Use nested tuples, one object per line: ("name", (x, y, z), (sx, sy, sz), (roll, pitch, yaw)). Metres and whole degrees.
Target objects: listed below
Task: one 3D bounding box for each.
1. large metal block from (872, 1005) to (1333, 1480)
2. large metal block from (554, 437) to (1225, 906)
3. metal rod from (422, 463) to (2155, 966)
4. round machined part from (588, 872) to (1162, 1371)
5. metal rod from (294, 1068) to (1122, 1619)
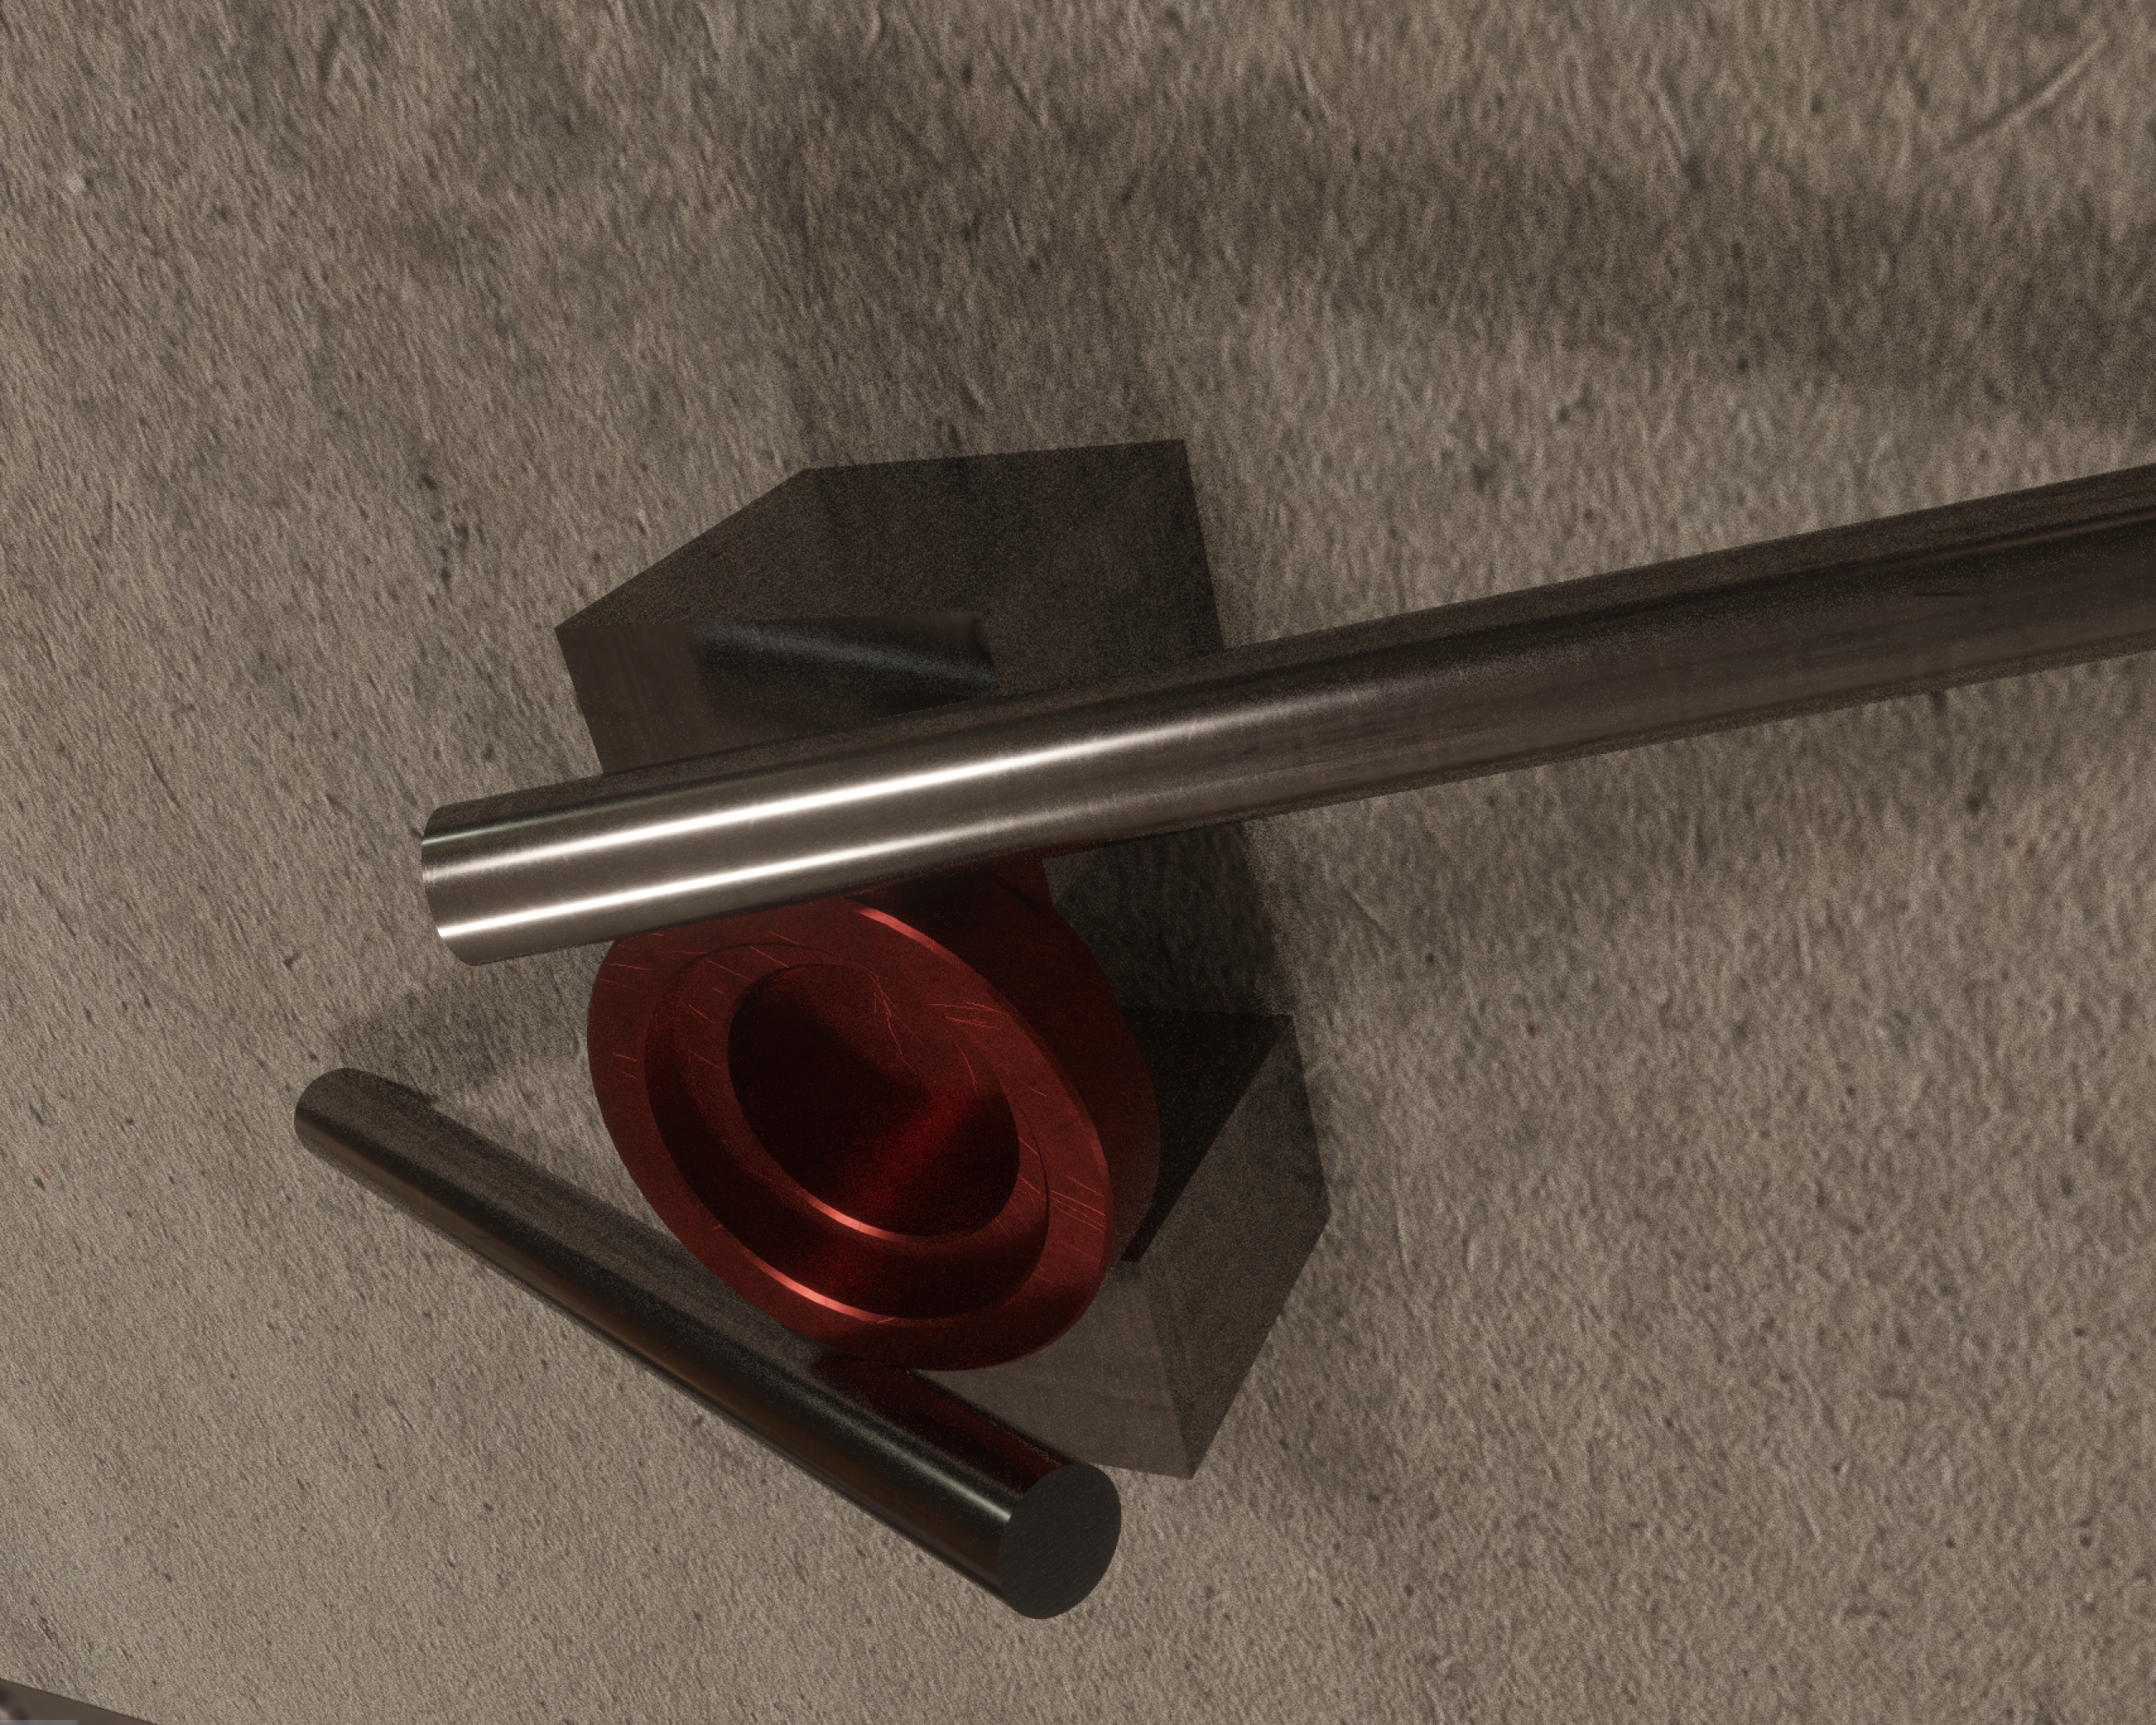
("large metal block", (-0.004, 0.070, 0.417), (0.080, 0.080, 0.050), (1, 119, 27))
("large metal block", (-0.028, -0.035, 0.365), (0.080, 0.080, 0.050), (1, 119, 27))
("metal rod", (0.053, -0.024, 0.295), (0.301, 0.025, 0.025), (-11, 115, 8))
("round machined part", (-0.031, 0.036, 0.358), (0.098, 0.042, 0.097), (13, 124, 20))
("metal rod", (-0.099, 0.087, 0.440), (0.300, 0.025, 0.025), (12, 127, 49))
